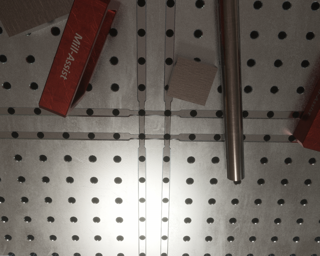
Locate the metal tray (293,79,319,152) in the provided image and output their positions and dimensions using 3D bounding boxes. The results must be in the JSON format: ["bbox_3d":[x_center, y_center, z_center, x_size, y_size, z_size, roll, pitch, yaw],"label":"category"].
[{"bbox_3d":[0.246,-0.027,0.404,0.091,0.030,0.129,15,109,-6],"label":"metal tray"}]

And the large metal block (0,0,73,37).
[{"bbox_3d":[-0.139,-0.155,0.341,0.080,0.050,0.080,-19,109,6],"label":"large metal block"}]

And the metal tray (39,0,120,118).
[{"bbox_3d":[-0.087,-0.085,0.346,0.030,0.090,0.129,23,108,-9],"label":"metal tray"}]

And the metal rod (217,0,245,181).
[{"bbox_3d":[0.089,-0.070,0.388,0.025,0.025,0.298,-7,110,2],"label":"metal rod"}]

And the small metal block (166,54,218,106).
[{"bbox_3d":[0.039,-0.061,0.392,0.050,0.025,0.050,15,109,-6],"label":"small metal block"}]
